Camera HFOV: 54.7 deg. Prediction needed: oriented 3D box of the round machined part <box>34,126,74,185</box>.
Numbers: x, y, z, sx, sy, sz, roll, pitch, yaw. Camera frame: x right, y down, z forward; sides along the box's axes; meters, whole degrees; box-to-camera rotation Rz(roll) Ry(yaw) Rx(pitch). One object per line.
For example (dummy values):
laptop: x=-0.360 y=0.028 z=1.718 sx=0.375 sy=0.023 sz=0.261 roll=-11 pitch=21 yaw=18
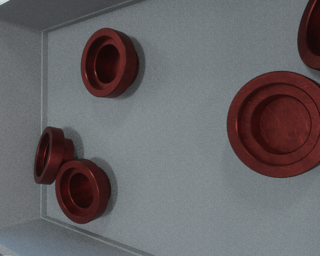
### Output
round machined part: x=-0.180 y=0.049 z=0.532 sx=0.098 sy=0.042 sz=0.098 roll=-26 pitch=57 yaw=50

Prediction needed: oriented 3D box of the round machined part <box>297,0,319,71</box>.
round machined part: x=0.159 y=-0.088 z=0.243 sx=0.098 sy=0.042 sz=0.097 roll=-165 pitch=89 yaw=-77

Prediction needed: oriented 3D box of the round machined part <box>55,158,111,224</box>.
round machined part: x=-0.116 y=0.096 z=0.487 sx=0.098 sy=0.042 sz=0.097 roll=3 pitch=96 yaw=34

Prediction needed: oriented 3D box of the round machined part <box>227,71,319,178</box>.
round machined part: x=0.118 y=-0.003 z=0.298 sx=0.098 sy=0.042 sz=0.097 roll=0 pitch=90 yaw=40

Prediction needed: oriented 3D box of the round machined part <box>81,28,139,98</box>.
round machined part: x=-0.069 y=-0.092 z=0.453 sx=0.098 sy=0.042 sz=0.097 roll=0 pitch=90 yaw=40
